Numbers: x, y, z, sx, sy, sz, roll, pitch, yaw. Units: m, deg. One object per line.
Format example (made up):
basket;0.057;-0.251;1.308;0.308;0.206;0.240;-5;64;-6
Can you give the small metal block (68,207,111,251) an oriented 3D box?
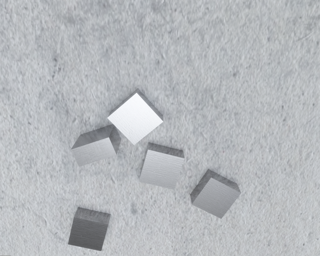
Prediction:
small metal block;-0.106;0.152;0.464;0.050;0.025;0.050;14;109;-6

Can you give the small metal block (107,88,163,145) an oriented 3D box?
small metal block;-0.031;-0.015;0.404;0.050;0.025;0.050;-39;106;13

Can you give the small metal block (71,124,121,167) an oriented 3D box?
small metal block;-0.081;0.021;0.403;0.050;0.050;0.025;-18;109;6

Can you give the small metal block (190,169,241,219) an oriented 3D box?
small metal block;0.079;0.095;0.446;0.050;0.025;0.050;28;107;-11

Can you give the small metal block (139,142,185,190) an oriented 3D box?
small metal block;0.002;0.053;0.429;0.050;0.025;0.050;14;109;-6
